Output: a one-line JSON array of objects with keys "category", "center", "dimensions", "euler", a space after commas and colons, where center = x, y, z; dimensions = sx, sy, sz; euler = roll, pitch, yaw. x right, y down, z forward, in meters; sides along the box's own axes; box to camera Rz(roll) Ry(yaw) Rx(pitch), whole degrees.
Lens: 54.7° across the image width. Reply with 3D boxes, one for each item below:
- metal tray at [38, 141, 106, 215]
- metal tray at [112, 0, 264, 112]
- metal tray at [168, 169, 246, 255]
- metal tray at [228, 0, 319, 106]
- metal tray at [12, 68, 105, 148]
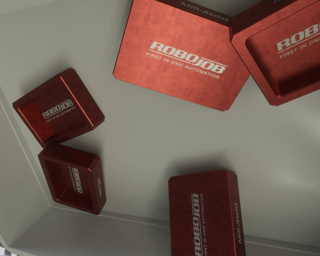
[{"category": "metal tray", "center": [-0.141, 0.086, 0.511], "dimensions": [0.090, 0.030, 0.129], "euler": [14, 135, 11]}, {"category": "metal tray", "center": [0.027, -0.075, 0.313], "dimensions": [0.131, 0.030, 0.089], "euler": [16, 129, -10]}, {"category": "metal tray", "center": [0.058, 0.124, 0.400], "dimensions": [0.090, 0.030, 0.129], "euler": [-14, 68, 33]}, {"category": "metal tray", "center": [0.135, -0.079, 0.254], "dimensions": [0.130, 0.030, 0.090], "euler": [-24, 127, 29]}, {"category": "metal tray", "center": [-0.157, -0.025, 0.472], "dimensions": [0.130, 0.030, 0.090], "euler": [-20, 108, 35]}]
